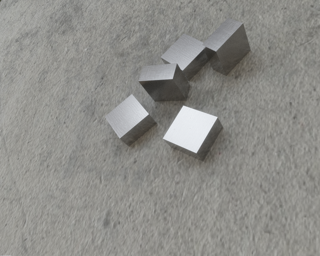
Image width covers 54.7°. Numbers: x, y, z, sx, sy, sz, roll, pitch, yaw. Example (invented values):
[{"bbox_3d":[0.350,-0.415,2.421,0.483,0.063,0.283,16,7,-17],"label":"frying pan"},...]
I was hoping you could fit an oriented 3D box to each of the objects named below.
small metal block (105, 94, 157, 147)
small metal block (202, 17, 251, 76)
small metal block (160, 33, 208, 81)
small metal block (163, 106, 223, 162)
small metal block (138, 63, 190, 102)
[{"bbox_3d":[-0.041,-0.011,0.431,0.050,0.025,0.050,-40,51,0],"label":"small metal block"},{"bbox_3d":[0.088,-0.106,0.406,0.050,0.050,0.025,-47,52,-5],"label":"small metal block"},{"bbox_3d":[0.038,-0.102,0.446,0.050,0.025,0.050,-46,52,-5],"label":"small metal block"},{"bbox_3d":[0.040,0.006,0.378,0.050,0.025,0.050,23,74,36],"label":"small metal block"},{"bbox_3d":[0.007,-0.060,0.420,0.050,0.050,0.025,1,62,28],"label":"small metal block"}]
